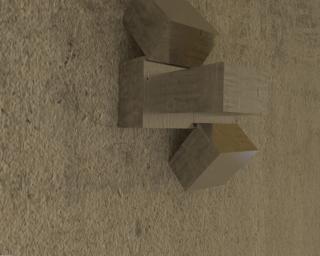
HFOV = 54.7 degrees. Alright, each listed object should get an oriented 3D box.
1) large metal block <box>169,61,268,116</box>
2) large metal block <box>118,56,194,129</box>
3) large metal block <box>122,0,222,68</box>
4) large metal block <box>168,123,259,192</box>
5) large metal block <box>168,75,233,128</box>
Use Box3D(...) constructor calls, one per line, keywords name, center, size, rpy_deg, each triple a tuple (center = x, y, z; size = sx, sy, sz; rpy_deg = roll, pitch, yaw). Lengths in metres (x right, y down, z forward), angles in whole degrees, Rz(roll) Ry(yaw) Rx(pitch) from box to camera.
Box3D(name="large metal block", center=(0.068, -0.041, 0.365), size=(0.081, 0.080, 0.050), rpy_deg=(2, 89, -40))
Box3D(name="large metal block", center=(-0.004, -0.040, 0.386), size=(0.081, 0.050, 0.079), rpy_deg=(1, 90, -40))
Box3D(name="large metal block", center=(0.013, -0.121, 0.375), size=(0.081, 0.050, 0.080), rpy_deg=(1, 46, -40))
Box3D(name="large metal block", center=(0.072, 0.039, 0.425), size=(0.081, 0.080, 0.050), rpy_deg=(1, 46, -41))
Box3D(name="large metal block", center=(0.058, -0.039, 0.439), size=(0.081, 0.050, 0.079), rpy_deg=(1, 90, -40))
